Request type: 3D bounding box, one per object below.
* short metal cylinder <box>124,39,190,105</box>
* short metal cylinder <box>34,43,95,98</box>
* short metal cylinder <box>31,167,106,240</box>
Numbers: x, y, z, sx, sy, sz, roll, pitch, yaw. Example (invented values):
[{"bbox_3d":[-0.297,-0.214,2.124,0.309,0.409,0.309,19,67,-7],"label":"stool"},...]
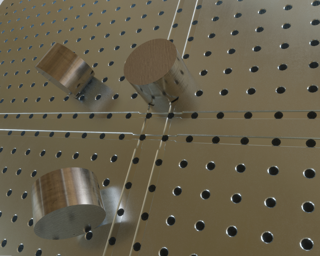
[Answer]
[{"bbox_3d":[-0.004,-0.080,0.442,0.080,0.050,0.080,-13,56,20],"label":"short metal cylinder"},{"bbox_3d":[-0.156,-0.094,0.510,0.080,0.080,0.050,27,77,37],"label":"short metal cylinder"},{"bbox_3d":[-0.111,0.092,0.373,0.080,0.080,0.050,-31,52,8],"label":"short metal cylinder"}]
